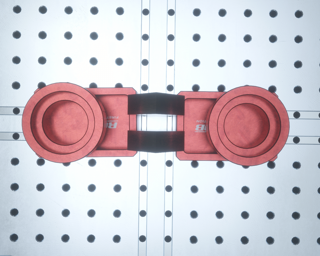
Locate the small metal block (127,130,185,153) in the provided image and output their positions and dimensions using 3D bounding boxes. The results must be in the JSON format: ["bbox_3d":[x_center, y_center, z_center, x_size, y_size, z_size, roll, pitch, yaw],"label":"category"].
[{"bbox_3d":[-0.005,0.016,0.386,0.050,0.050,0.025,1,90,44],"label":"small metal block"}]

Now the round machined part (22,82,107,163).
[{"bbox_3d":[-0.116,-0.006,0.391,0.099,0.042,0.097,0,90,0],"label":"round machined part"}]

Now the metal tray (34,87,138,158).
[{"bbox_3d":[-0.095,-0.007,0.411,0.131,0.030,0.089,-1,92,0],"label":"metal tray"}]

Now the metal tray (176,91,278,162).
[{"bbox_3d":[0.086,-0.002,0.412,0.131,0.030,0.089,1,90,0],"label":"metal tray"}]

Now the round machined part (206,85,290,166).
[{"bbox_3d":[0.107,-0.003,0.393,0.099,0.042,0.097,0,90,0],"label":"round machined part"}]

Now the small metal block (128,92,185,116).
[{"bbox_3d":[-0.005,-0.029,0.386,0.050,0.050,0.025,1,90,44],"label":"small metal block"}]
